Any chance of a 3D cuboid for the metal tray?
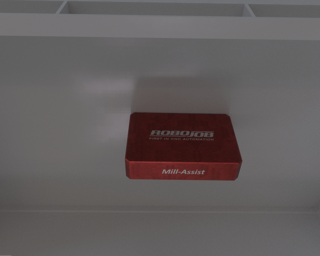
[{"bbox_3d":[0.026,0.020,0.383,0.131,0.090,0.030,1,130,-1],"label":"metal tray"}]
